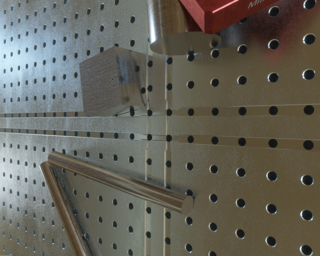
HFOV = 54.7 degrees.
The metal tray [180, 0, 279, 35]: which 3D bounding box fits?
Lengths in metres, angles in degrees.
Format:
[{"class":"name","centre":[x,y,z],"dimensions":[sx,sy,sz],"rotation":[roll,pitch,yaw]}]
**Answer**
[{"class":"metal tray","centre":[0.079,-0.155,0.293],"dimensions":[0.131,0.030,0.090],"rotation":[-28,68,-4]}]

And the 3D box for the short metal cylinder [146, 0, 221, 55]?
[{"class":"short metal cylinder","centre":[0.027,-0.119,0.352],"dimensions":[0.080,0.081,0.050],"rotation":[-7,86,40]}]

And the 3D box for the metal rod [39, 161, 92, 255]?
[{"class":"metal rod","centre":[-0.144,0.186,0.528],"dimensions":[0.025,0.025,0.299],"rotation":[-46,63,30]}]

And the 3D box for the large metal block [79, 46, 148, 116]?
[{"class":"large metal block","centre":[-0.069,-0.063,0.450],"dimensions":[0.080,0.050,0.080],"rotation":[-12,82,39]}]

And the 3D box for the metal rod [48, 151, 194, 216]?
[{"class":"metal rod","centre":[-0.081,0.075,0.475],"dimensions":[0.300,0.025,0.025],"rotation":[10,97,39]}]
